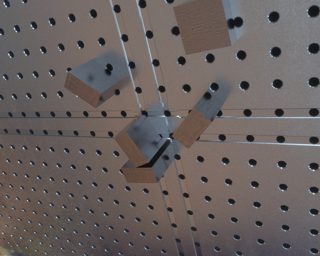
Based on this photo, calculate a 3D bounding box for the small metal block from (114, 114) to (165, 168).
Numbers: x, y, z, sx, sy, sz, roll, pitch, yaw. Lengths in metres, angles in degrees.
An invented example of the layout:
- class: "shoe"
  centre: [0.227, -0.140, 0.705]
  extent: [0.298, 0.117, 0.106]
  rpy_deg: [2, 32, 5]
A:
- class: "small metal block"
  centre: [-0.027, 0.017, 0.420]
  extent: [0.025, 0.050, 0.050]
  rpy_deg: [-26, 105, 37]

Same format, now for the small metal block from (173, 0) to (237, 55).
- class: "small metal block"
  centre: [0.047, -0.108, 0.320]
  extent: [0.050, 0.025, 0.050]
  rpy_deg: [-4, 116, 30]

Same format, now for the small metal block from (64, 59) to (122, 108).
- class: "small metal block"
  centre: [-0.087, -0.059, 0.405]
  extent: [0.050, 0.050, 0.025]
  rpy_deg: [34, 129, 6]

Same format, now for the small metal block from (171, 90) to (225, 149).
- class: "small metal block"
  centre: [0.045, -0.010, 0.365]
  extent: [0.025, 0.050, 0.050]
  rpy_deg: [38, 129, 3]

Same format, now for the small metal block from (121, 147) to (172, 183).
- class: "small metal block"
  centre: [-0.018, 0.052, 0.437]
  extent: [0.050, 0.050, 0.025]
  rpy_deg: [-5, 116, 31]
